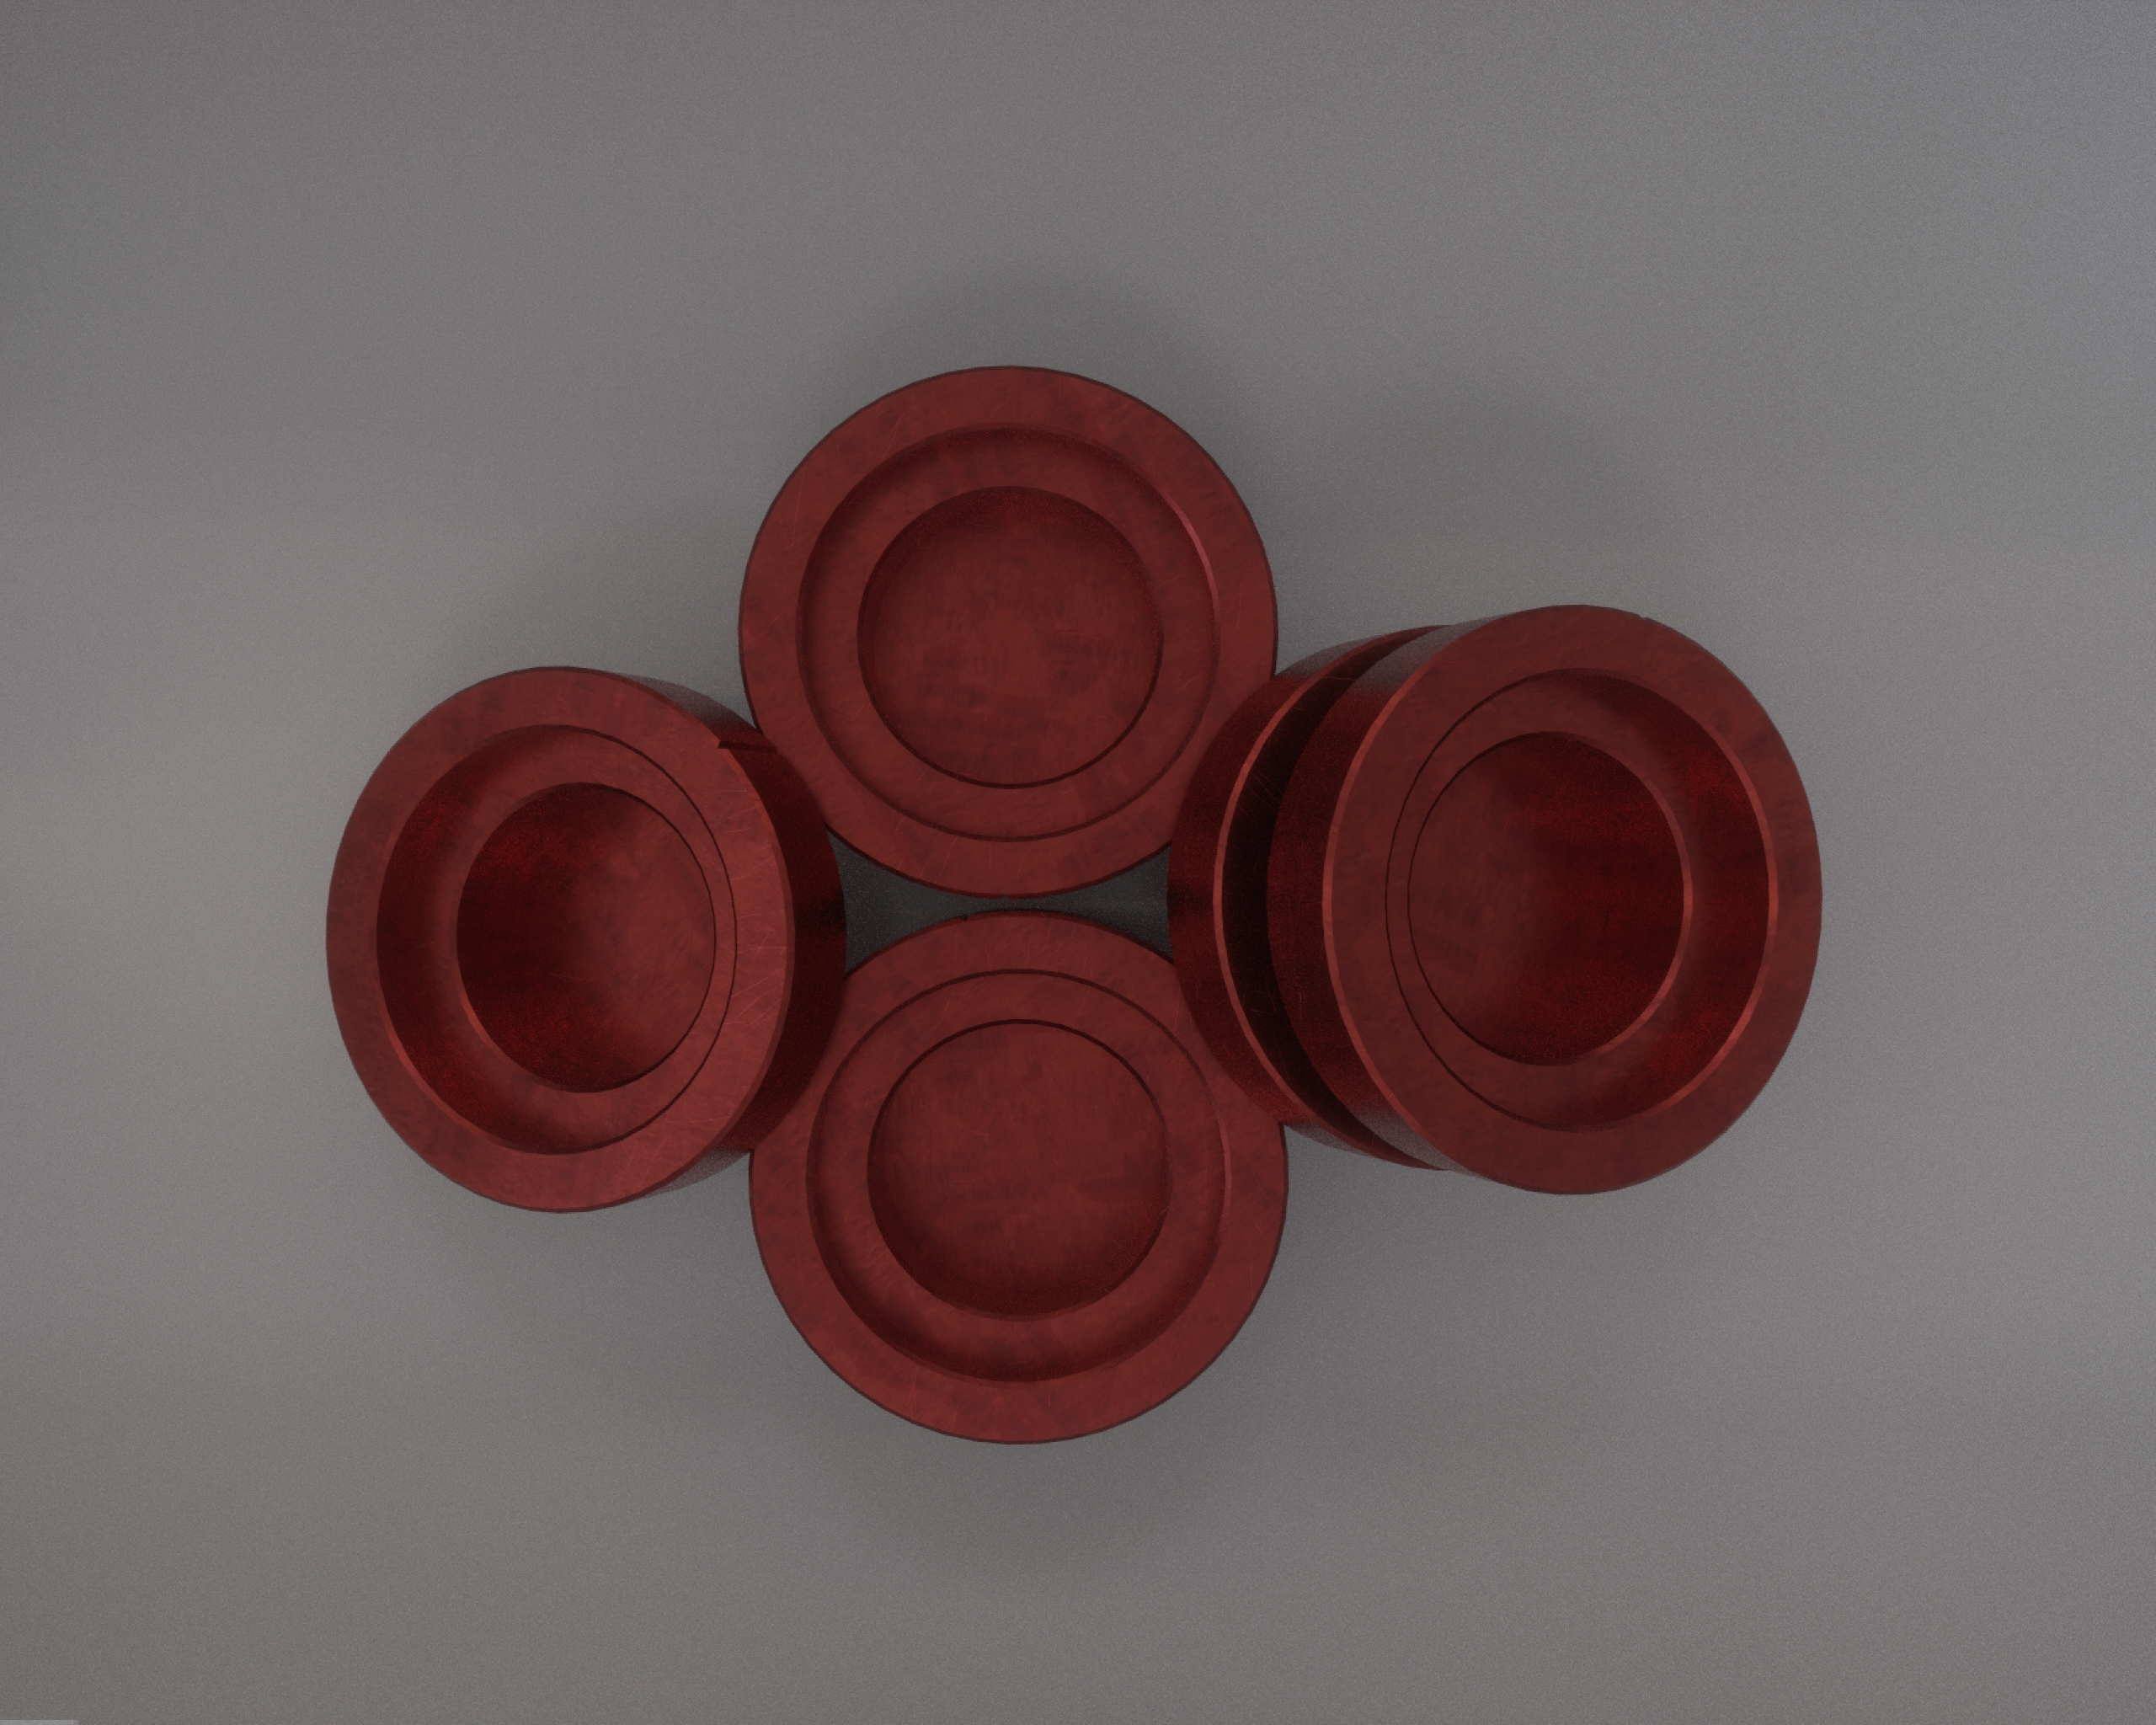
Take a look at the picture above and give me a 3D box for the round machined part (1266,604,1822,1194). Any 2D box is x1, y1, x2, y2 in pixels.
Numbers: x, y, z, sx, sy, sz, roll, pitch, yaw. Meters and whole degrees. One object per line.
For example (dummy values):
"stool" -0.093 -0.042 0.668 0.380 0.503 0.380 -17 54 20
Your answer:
"round machined part" 0.076 0.006 0.363 0.099 0.042 0.097 0 90 -22

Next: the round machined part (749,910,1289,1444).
"round machined part" -0.011 0.057 0.400 0.099 0.042 0.097 0 90 0

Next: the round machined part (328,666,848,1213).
"round machined part" -0.087 0.014 0.390 0.098 0.042 0.097 0 90 20

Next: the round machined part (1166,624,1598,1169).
"round machined part" 0.061 0.006 0.391 0.099 0.042 0.097 0 89 -22

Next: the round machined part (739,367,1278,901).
"round machined part" -0.013 -0.042 0.400 0.099 0.042 0.097 0 90 0
